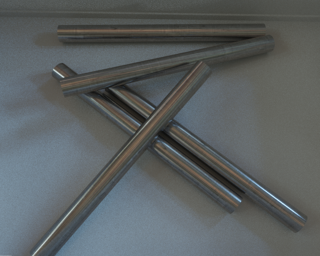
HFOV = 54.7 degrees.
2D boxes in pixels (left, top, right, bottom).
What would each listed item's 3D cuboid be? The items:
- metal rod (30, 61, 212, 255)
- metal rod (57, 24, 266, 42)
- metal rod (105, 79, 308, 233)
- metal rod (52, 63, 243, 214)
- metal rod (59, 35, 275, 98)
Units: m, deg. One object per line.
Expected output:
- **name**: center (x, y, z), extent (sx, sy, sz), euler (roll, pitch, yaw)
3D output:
- **metal rod**: center (-0.041, 0.035, 0.374), extent (0.025, 0.025, 0.300), euler (39, 82, 12)
- **metal rod**: center (0.003, -0.141, 0.460), extent (0.302, 0.025, 0.025), euler (-1, 70, -1)
- **metal rod**: center (0.050, 0.027, 0.400), extent (0.300, 0.025, 0.025), euler (37, 74, 12)
- **metal rod**: center (-0.025, 0.007, 0.406), extent (0.300, 0.025, 0.025), euler (37, 74, 12)
- **metal rod**: center (0.019, -0.088, 0.425), extent (0.302, 0.025, 0.025), euler (-15, 71, -12)
